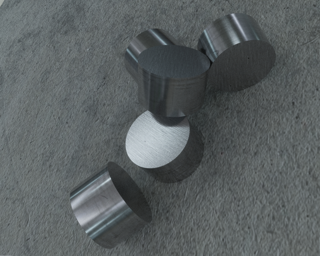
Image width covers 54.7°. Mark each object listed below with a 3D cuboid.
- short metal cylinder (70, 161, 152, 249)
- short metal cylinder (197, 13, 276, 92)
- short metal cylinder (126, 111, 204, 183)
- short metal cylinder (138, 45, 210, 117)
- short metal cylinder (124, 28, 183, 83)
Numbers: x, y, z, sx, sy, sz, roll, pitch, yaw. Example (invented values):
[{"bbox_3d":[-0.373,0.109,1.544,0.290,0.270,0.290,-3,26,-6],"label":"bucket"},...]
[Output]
[{"bbox_3d":[-0.053,0.084,0.345,0.050,0.080,0.080,-37,51,4],"label":"short metal cylinder"},{"bbox_3d":[0.091,-0.089,0.376,0.080,0.080,0.050,-24,53,14],"label":"short metal cylinder"},{"bbox_3d":[0.006,0.020,0.372,0.080,0.050,0.080,-13,56,21],"label":"short metal cylinder"},{"bbox_3d":[0.014,-0.057,0.361,0.081,0.050,0.080,3,39,-2],"label":"short metal cylinder"},{"bbox_3d":[-0.002,-0.087,0.423,0.080,0.080,0.050,-39,51,2],"label":"short metal cylinder"}]
